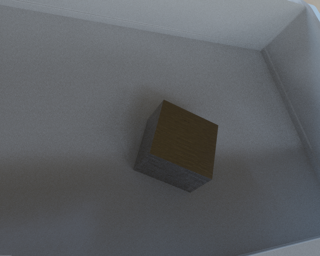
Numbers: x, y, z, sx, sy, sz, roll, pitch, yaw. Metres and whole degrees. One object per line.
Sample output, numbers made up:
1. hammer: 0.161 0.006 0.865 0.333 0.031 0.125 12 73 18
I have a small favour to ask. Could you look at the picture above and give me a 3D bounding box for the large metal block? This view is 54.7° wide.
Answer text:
1. large metal block: 0.022 0.024 0.389 0.080 0.050 0.080 24 53 -14
